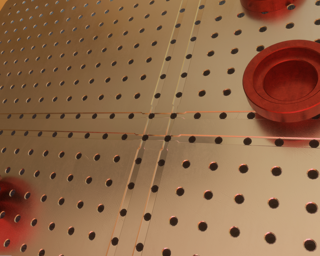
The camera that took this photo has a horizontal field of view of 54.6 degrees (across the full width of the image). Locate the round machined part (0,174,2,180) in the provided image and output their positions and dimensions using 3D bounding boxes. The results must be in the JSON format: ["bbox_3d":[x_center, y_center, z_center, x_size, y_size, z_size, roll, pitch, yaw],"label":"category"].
[{"bbox_3d":[-0.297,0.083,0.468,0.098,0.098,0.042,-25,95,13],"label":"round machined part"}]

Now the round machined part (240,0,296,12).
[{"bbox_3d":[0.160,-0.219,0.448,0.098,0.042,0.098,-13,56,21],"label":"round machined part"}]

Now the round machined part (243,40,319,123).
[{"bbox_3d":[0.147,-0.048,0.350,0.098,0.042,0.098,-13,56,21],"label":"round machined part"}]
